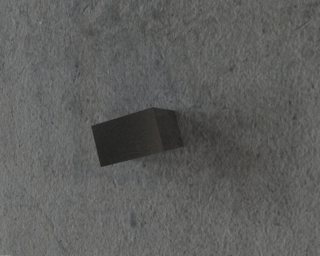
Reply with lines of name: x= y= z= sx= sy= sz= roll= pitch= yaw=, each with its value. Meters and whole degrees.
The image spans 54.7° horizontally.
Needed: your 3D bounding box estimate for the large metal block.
large metal block: x=-0.025 y=0.011 z=0.388 sx=0.080 sy=0.080 sz=0.050 roll=-16 pitch=85 yaw=19
